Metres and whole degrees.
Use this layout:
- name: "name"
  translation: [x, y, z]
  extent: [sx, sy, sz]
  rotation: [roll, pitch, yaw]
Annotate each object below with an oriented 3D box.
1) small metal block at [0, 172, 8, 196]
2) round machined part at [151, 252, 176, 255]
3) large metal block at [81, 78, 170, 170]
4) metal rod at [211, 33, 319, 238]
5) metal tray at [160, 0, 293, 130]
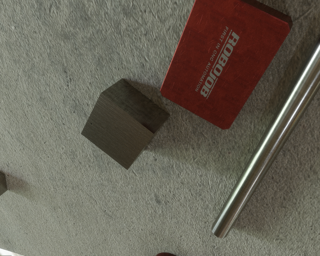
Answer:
- name: "small metal block"
  translation: [-0.361, 0.115, 0.668]
  extent: [0.050, 0.025, 0.050]
  rotation: [22, 127, 14]
- name: "round machined part"
  translation: [0.014, 0.262, 0.551]
  extent: [0.098, 0.042, 0.097]
  rotation: [13, 124, 21]
- name: "large metal block"
  translation: [-0.047, -0.004, 0.413]
  extent: [0.080, 0.050, 0.080]
  rotation: [38, 129, 2]
- name: "metal rod"
  translation: [0.121, 0.035, 0.364]
  extent: [0.025, 0.025, 0.298]
  rotation: [26, 128, 12]
- name: "metal tray"
  translation: [0.063, -0.071, 0.327]
  extent: [0.090, 0.030, 0.129]
  rotation: [30, 128, 8]
